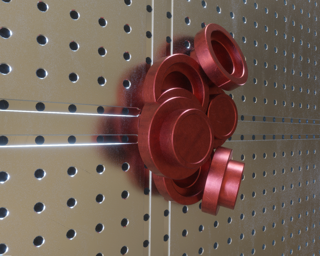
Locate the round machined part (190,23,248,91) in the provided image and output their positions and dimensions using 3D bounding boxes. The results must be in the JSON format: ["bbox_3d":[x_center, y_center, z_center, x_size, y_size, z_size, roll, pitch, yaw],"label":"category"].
[{"bbox_3d":[0.082,-0.097,0.450,0.098,0.042,0.098,24,53,-36],"label":"round machined part"}]

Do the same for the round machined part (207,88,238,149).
[{"bbox_3d":[0.079,-0.016,0.463,0.099,0.042,0.097,0,90,-40],"label":"round machined part"}]

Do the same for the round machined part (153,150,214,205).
[{"bbox_3d":[0.028,0.052,0.420,0.099,0.042,0.097,0,90,-40],"label":"round machined part"}]

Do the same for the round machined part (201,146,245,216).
[{"bbox_3d":[0.093,0.078,0.443,0.098,0.042,0.098,13,91,-73],"label":"round machined part"}]

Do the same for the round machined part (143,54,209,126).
[{"bbox_3d":[0.017,-0.046,0.411,0.099,0.042,0.097,0,90,-40],"label":"round machined part"}]

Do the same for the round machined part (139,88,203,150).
[{"bbox_3d":[0.012,-0.002,0.406,0.099,0.042,0.097,0,90,-40],"label":"round machined part"}]

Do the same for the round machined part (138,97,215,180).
[{"bbox_3d":[0.026,0.012,0.364,0.099,0.042,0.097,0,90,-40],"label":"round machined part"}]
